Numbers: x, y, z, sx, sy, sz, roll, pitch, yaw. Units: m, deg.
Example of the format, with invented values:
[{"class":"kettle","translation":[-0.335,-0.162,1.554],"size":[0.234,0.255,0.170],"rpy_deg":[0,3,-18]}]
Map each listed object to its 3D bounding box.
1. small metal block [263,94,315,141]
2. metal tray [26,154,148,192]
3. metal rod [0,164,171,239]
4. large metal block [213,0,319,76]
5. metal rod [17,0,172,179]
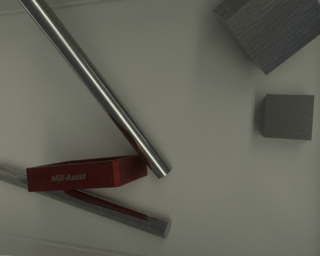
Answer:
[{"class":"small metal block","translation":[0.148,-0.013,0.358],"size":[0.050,0.025,0.050],"rpy_deg":[4,91,19]},{"class":"metal tray","translation":[-0.093,0.058,0.407],"size":[0.130,0.090,0.030],"rpy_deg":[-7,88,19]},{"class":"metal rod","translation":[-0.128,0.101,0.454],"size":[0.301,0.025,0.025],"rpy_deg":[13,94,19]},{"class":"large metal block","translation":[0.118,-0.119,0.334],"size":[0.080,0.050,0.080],"rpy_deg":[-39,119,16]},{"class":"metal rod","translation":[-0.082,-0.059,0.380],"size":[0.025,0.025,0.299],"rpy_deg":[-33,102,17]}]
